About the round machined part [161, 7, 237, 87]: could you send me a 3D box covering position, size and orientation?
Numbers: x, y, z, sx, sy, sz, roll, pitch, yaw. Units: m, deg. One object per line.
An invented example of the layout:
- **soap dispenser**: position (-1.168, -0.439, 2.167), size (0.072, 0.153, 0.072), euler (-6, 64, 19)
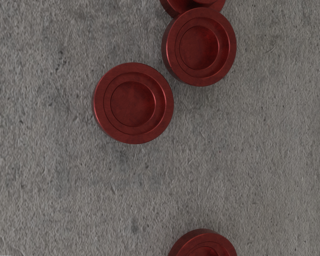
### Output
- **round machined part**: position (0.048, -0.105, 0.410), size (0.099, 0.042, 0.097), euler (-4, 104, -18)

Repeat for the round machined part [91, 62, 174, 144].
- **round machined part**: position (-0.036, -0.030, 0.387), size (0.099, 0.042, 0.097), euler (0, 90, -20)

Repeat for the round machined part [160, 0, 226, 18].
- **round machined part**: position (0.048, -0.193, 0.417), size (0.099, 0.042, 0.097), euler (0, 90, -20)

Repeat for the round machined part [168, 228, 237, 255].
- **round machined part**: position (0.053, 0.185, 0.420), size (0.099, 0.042, 0.097), euler (0, 90, -20)
